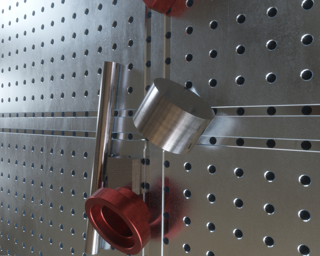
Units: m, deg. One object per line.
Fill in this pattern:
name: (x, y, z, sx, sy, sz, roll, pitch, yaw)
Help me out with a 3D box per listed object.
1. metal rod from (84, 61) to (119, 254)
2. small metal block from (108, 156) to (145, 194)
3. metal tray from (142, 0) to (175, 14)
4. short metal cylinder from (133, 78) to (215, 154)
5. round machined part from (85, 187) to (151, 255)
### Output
metal rod: (-0.091, 0.049, 0.481, 0.025, 0.025, 0.298, 11, 97, 39)
small metal block: (-0.049, 0.068, 0.448, 0.050, 0.025, 0.050, 1, 91, 39)
metal tray: (0.012, -0.227, 0.394, 0.129, 0.030, 0.090, -47, 62, 29)
short metal cylinder: (0.016, -0.015, 0.359, 0.080, 0.081, 0.050, 47, 118, 29)
round machined part: (-0.052, 0.120, 0.421, 0.098, 0.042, 0.097, 21, 131, 27)
